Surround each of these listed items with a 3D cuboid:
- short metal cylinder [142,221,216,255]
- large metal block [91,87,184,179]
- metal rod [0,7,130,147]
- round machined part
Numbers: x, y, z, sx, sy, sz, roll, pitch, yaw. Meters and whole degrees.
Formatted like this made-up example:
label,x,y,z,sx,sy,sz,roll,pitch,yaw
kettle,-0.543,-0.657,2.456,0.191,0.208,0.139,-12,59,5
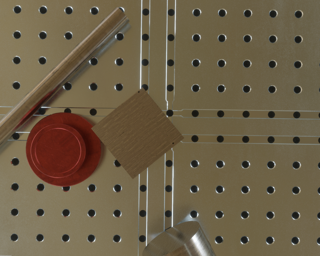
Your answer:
label,x,y,z,sx,sy,sz,roll,pitch,yaw
short metal cylinder,0.025,0.160,0.386,0.080,0.080,0.050,-28,90,0
large metal block,-0.027,0.006,0.400,0.080,0.050,0.080,-39,90,0
metal rod,-0.157,-0.047,0.411,0.300,0.025,0.025,-44,90,0
round machined part,-0.126,0.028,0.404,0.099,0.042,0.097,0,90,0
